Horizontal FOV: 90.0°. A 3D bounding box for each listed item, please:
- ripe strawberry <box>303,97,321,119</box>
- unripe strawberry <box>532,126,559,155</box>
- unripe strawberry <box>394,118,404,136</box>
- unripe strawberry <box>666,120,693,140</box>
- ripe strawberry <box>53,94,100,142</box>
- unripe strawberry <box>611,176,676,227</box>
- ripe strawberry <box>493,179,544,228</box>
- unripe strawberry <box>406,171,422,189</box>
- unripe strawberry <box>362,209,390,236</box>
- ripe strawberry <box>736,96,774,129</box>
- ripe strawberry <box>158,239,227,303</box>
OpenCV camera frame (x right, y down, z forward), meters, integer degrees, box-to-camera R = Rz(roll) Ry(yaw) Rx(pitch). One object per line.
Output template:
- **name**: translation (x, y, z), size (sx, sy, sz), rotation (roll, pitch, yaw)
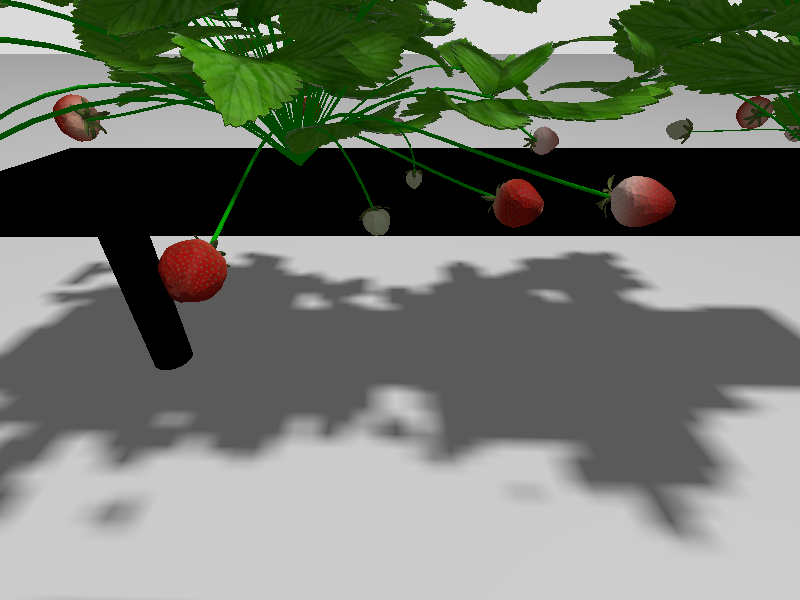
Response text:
- **ripe strawberry**: translation (-0.118, -0.253, 0.530), size (0.028, 0.029, 0.030), rotation (-4, 24, -7)
- **unripe strawberry**: translation (0.136, -0.148, 0.372), size (0.025, 0.024, 0.023), rotation (-4, 33, -10)
- **unripe strawberry**: translation (0.000, -0.193, 0.446), size (0.018, 0.019, 0.019), rotation (20, 37, 27)
- **unripe strawberry**: translation (0.296, -0.181, 0.425), size (0.022, 0.019, 0.022), rotation (-20, 37, -27)
- **ripe strawberry**: translation (-0.337, -0.189, 0.415), size (0.042, 0.044, 0.039), rotation (12, 35, 18)
- **unripe strawberry**: translation (0.135, -0.055, 0.223), size (0.032, 0.027, 0.032), rotation (19, 37, 25)
- **ripe strawberry**: translation (0.068, -0.054, 0.227), size (0.027, 0.027, 0.025), rotation (25, 41, 32)
- **unripe strawberry**: translation (0.010, -0.082, 0.273), size (0.011, 0.011, 0.011), rotation (24, 40, 32)
- **unripe strawberry**: translation (-0.013, -0.042, 0.218), size (0.015, 0.014, 0.014), rotation (-15, -8, -22)
- **ripe strawberry**: translation (0.428, -0.227, 0.485), size (0.034, 0.036, 0.037), rotation (11, 34, 16)
- **ripe strawberry**: translation (-0.083, -0.010, 0.159), size (0.025, 0.026, 0.027), rotation (0, 34, -1)
